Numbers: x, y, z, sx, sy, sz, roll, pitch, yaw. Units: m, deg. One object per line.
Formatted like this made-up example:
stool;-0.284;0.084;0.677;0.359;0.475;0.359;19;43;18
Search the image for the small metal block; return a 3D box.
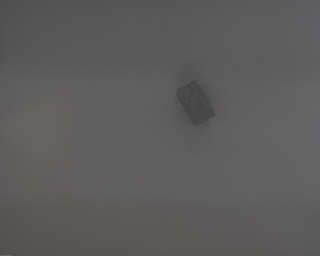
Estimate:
small metal block;0.045;-0.031;0.399;0.025;0.050;0.050;-29;90;0
